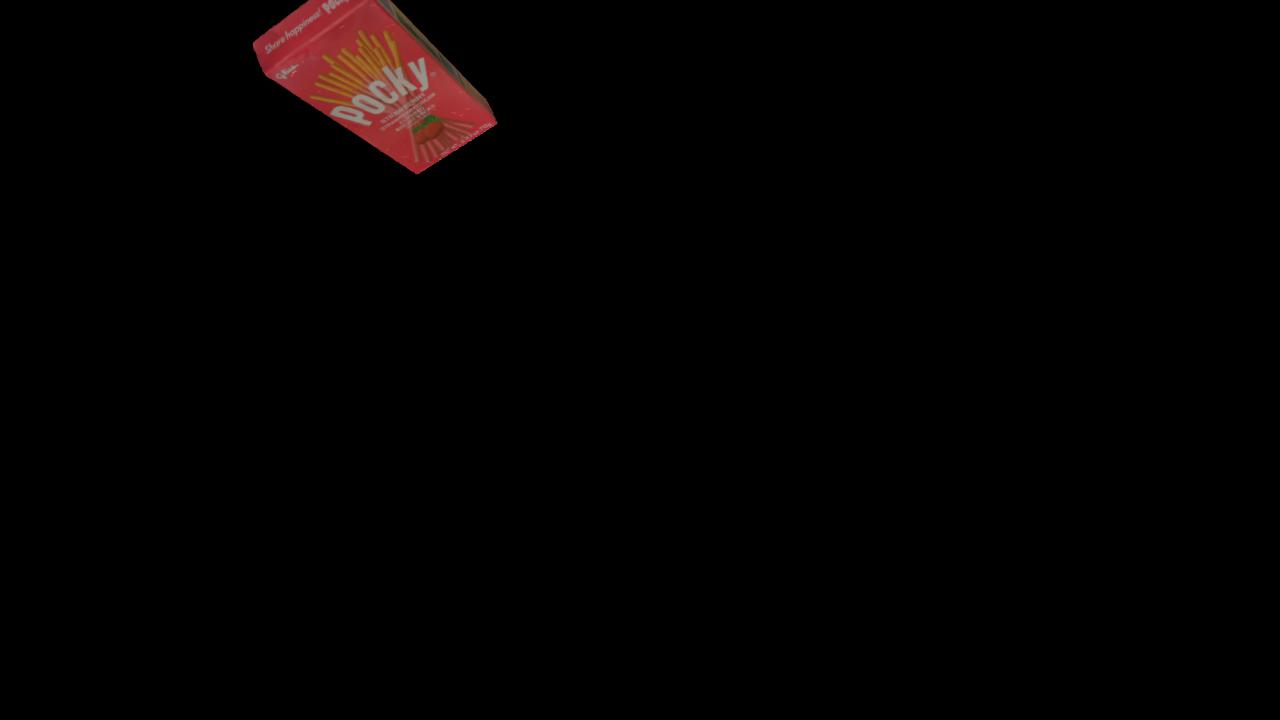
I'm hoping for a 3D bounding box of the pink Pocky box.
[{"bbox_3d":[-0.175,-0.192,0.435,0.084,0.029,0.155,-28,-13,10],"label":"pink Pocky box"}]
